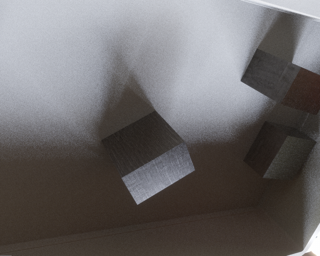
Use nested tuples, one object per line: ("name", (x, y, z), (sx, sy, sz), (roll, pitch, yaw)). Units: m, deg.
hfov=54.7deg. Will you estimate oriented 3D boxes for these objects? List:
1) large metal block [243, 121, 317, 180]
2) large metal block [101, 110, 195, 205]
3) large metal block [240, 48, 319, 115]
("large metal block", (0.204, 0.040, 0.528), (0.081, 0.050, 0.079), (10, 113, -33))
("large metal block", (-0.016, 0.033, 0.385), (0.080, 0.080, 0.050), (-29, 128, -10))
("large metal block", (0.175, -0.064, 0.429), (0.081, 0.080, 0.050), (10, 113, -33))
